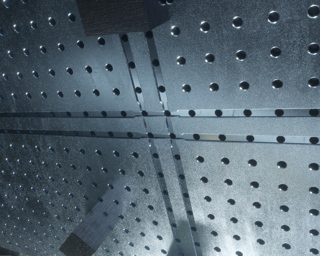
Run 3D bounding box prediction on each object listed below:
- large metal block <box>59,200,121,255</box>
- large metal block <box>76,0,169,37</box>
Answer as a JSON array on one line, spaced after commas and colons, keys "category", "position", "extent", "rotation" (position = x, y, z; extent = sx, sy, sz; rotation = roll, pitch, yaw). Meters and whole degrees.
[{"category": "large metal block", "position": [-0.126, 0.190, 0.561], "extent": [0.050, 0.080, 0.080], "rotation": [40, 129, 1]}, {"category": "large metal block", "position": [-0.043, -0.146, 0.328], "extent": [0.080, 0.050, 0.080], "rotation": [3, 120, 26]}]
